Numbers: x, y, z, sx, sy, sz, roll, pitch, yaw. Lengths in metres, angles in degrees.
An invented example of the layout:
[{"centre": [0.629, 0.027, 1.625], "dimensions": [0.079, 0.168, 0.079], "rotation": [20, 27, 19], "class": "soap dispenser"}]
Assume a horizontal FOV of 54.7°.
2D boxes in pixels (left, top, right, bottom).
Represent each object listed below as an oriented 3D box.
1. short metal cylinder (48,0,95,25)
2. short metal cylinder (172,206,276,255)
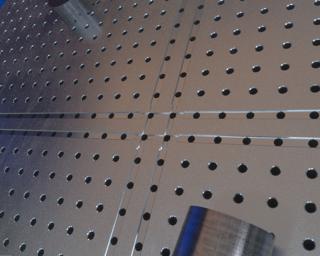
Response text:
[{"centre": [-0.186, -0.265, 0.652], "dimensions": [0.080, 0.050, 0.080], "rotation": [-13, 56, 21], "class": "short metal cylinder"}, {"centre": [0.056, 0.109, 0.277], "dimensions": [0.080, 0.080, 0.050], "rotation": [10, 67, 32], "class": "short metal cylinder"}]
